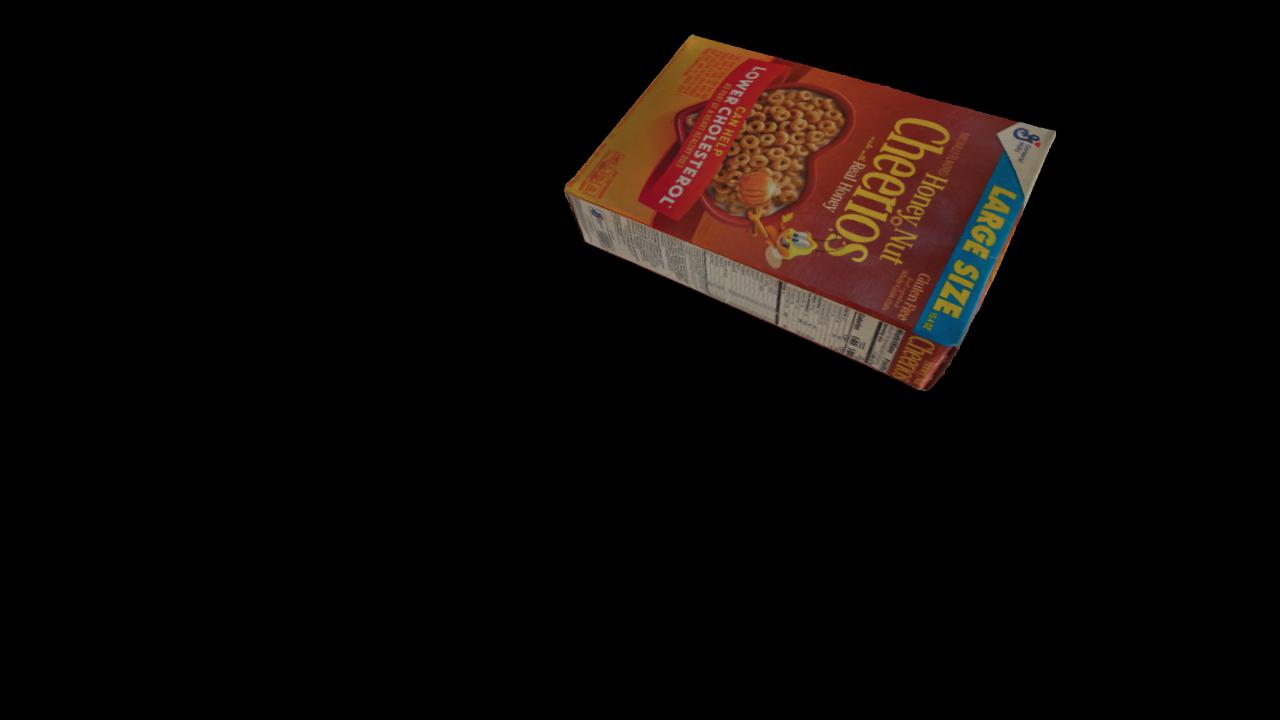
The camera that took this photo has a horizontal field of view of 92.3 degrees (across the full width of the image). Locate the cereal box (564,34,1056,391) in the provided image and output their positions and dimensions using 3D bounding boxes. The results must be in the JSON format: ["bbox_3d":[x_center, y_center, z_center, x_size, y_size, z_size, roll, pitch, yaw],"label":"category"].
[{"bbox_3d":[0.123,-0.132,0.482,0.306,0.203,0.081,27,-20,22],"label":"cereal box"}]
